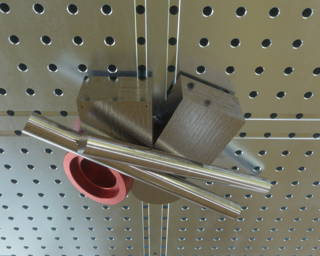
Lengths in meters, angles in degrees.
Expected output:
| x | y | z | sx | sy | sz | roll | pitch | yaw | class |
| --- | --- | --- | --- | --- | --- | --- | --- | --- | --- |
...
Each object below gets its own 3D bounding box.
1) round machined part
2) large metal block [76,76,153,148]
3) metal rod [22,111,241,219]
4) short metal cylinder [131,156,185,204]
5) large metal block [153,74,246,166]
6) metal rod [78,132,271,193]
| x | y | z | sx | sy | sz | roll | pitch | yaw | class |
| --- | --- | --- | --- | --- | --- | --- | --- | --- | --- |
| -0.079 | 0.056 | 0.428 | 0.098 | 0.042 | 0.097 | 14 | 129 | 18 | round machined part |
| -0.049 | -0.015 | 0.373 | 0.081 | 0.050 | 0.079 | 1 | 130 | -1 | large metal block |
| -0.017 | 0.056 | 0.387 | 0.301 | 0.025 | 0.025 | 27 | 125 | -23 | metal rod |
| -0.001 | 0.065 | 0.445 | 0.081 | 0.050 | 0.079 | 0 | 130 | 0 | short metal cylinder |
| 0.044 | -0.008 | 0.383 | 0.080 | 0.050 | 0.079 | 19 | 128 | -16 | large metal block |
| 0.041 | 0.053 | 0.403 | 0.302 | 0.025 | 0.025 | 17 | 130 | -33 | metal rod |
